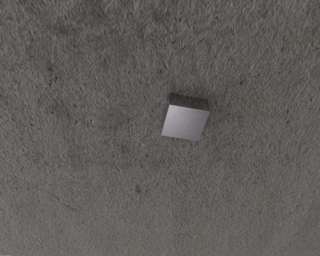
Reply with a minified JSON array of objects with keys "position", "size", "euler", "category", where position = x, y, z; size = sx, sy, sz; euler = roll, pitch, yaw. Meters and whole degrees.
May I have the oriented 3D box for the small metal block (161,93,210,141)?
[{"position":[0.031,-0.013,0.396],"size":[0.050,0.025,0.050],"euler":[9,130,-8],"category":"small metal block"}]
